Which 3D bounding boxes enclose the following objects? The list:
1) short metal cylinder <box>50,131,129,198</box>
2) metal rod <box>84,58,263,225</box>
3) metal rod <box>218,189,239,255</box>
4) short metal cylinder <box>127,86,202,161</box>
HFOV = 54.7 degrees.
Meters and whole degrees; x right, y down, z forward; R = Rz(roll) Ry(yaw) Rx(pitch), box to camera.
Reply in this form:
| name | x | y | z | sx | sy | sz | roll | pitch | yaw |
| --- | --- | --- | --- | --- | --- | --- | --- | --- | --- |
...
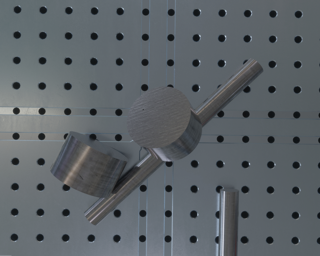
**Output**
| name | x | y | z | sx | sy | sz | roll | pitch | yaw |
| --- | --- | --- | --- | --- | --- | --- | --- | --- | --- |
| short metal cylinder | -0.087 | 0.044 | 0.385 | 0.080 | 0.080 | 0.050 | 27 | 90 | 0 |
| metal rod | 0.018 | 0.018 | 0.413 | 0.300 | 0.025 | 0.025 | -43 | 90 | 0 |
| metal rod | 0.089 | 0.232 | 0.413 | 0.025 | 0.025 | 0.298 | 1 | 90 | 0 |
| short metal cylinder | 0.007 | -0.004 | 0.383 | 0.080 | 0.050 | 0.080 | -9 | 64 | 19 |
